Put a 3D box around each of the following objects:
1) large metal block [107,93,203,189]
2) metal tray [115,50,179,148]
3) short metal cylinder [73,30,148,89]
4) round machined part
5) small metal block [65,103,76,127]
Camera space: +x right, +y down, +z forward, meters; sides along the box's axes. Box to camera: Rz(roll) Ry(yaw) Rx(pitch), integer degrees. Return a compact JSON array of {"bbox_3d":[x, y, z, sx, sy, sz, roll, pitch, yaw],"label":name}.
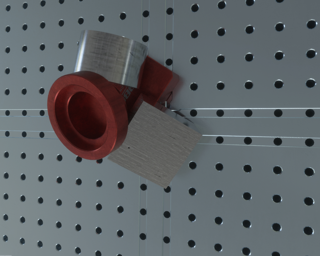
[{"bbox_3d":[-0.008,0.015,0.382,0.080,0.050,0.080,30,101,-14],"label":"large metal block"},{"bbox_3d":[-0.046,-0.040,0.426,0.090,0.030,0.129,36,101,16],"label":"metal tray"},{"bbox_3d":[-0.059,-0.080,0.371,0.080,0.080,0.050,14,95,19],"label":"short metal cylinder"},{"bbox_3d":[-0.076,-0.017,0.350,0.098,0.042,0.097,12,116,27],"label":"round machined part"},{"bbox_3d":[-0.105,-0.027,0.402,0.025,0.050,0.050,20,97,18],"label":"small metal block"}]
